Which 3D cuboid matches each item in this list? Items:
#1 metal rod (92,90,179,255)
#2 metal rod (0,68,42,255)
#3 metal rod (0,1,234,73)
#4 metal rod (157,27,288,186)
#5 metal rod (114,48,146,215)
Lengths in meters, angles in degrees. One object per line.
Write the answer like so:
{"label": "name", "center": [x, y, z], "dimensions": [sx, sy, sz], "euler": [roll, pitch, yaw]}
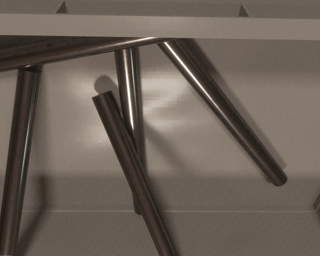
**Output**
{"label": "metal rod", "center": [-0.019, 0.094, 0.409], "dimensions": [0.025, 0.025, 0.298], "euler": [-18, 103, 14]}
{"label": "metal rod", "center": [-0.184, 0.072, 0.394], "dimensions": [0.025, 0.025, 0.298], "euler": [12, 106, -10]}
{"label": "metal rod", "center": [-0.079, -0.085, 0.318], "dimensions": [0.301, 0.025, 0.025], "euler": [-7, 130, 12]}
{"label": "metal rod", "center": [0.094, -0.010, 0.401], "dimensions": [0.025, 0.025, 0.300], "euler": [-31, 124, 23]}
{"label": "metal rod", "center": [-0.034, 0.024, 0.428], "dimensions": [0.025, 0.025, 0.298], "euler": [-1, 130, 0]}
